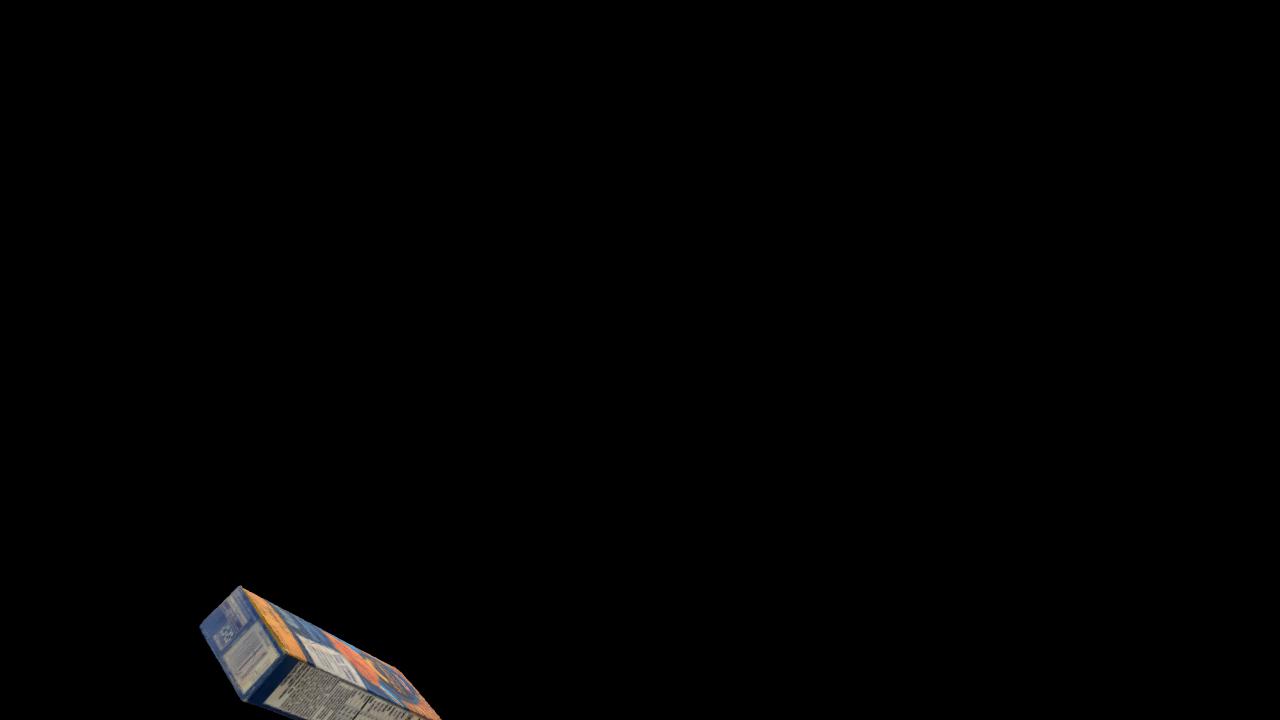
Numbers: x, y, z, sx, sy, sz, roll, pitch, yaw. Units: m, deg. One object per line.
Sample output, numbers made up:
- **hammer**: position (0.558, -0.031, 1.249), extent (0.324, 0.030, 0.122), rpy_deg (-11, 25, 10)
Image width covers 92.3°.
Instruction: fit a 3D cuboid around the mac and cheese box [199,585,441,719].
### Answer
- **mac and cheese box**: position (-0.236, 0.246, 0.472), extent (0.093, 0.041, 0.184), rpy_deg (18, -31, 38)
